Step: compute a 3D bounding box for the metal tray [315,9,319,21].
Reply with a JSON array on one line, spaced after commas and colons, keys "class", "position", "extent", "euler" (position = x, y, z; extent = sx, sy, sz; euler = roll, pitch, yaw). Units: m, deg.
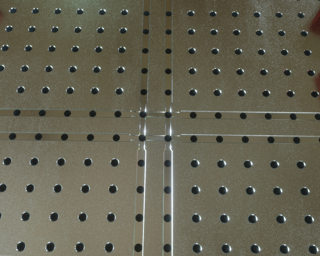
[{"class": "metal tray", "position": [0.319, -0.205, 0.488], "extent": [0.090, 0.030, 0.130], "euler": [33, 73, 11]}]
